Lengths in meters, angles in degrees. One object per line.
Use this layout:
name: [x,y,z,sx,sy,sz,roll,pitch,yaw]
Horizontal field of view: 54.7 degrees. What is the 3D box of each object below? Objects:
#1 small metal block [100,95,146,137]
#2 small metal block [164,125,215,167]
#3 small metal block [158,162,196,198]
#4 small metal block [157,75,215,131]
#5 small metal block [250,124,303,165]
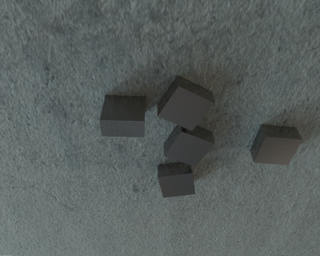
small metal block: [-0.044,-0.015,0.377,0.050,0.050,0.025,1,130,-2]
small metal block: [0.039,0.022,0.427,0.050,0.025,0.050,20,127,-17]
small metal block: [0.026,0.079,0.475,0.050,0.025,0.050,-8,130,6]
small metal block: [0.031,-0.030,0.382,0.050,0.025,0.050,23,126,-19]
small metal block: [0.160,0.024,0.430,0.050,0.025,0.050,5,130,-5]
